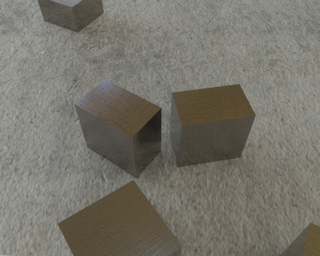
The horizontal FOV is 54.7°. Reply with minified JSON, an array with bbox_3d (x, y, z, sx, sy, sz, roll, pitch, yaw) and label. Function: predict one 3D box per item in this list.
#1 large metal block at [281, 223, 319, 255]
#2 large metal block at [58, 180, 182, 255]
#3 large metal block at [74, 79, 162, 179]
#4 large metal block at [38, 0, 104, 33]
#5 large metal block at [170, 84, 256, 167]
[{"bbox_3d":[0.146,0.134,0.257,0.080,0.080,0.050,23,54,18],"label":"large metal block"},{"bbox_3d":[-0.037,0.111,0.294,0.081,0.050,0.080,-28,56,-22],"label":"large metal block"},{"bbox_3d":[-0.046,0.001,0.366,0.080,0.080,0.050,28,56,21],"label":"large metal block"},{"bbox_3d":[-0.165,-0.231,0.579,0.080,0.050,0.080,23,54,18],"label":"large metal block"},{"bbox_3d":[0.057,-0.001,0.369,0.081,0.080,0.050,-8,51,-7],"label":"large metal block"}]
